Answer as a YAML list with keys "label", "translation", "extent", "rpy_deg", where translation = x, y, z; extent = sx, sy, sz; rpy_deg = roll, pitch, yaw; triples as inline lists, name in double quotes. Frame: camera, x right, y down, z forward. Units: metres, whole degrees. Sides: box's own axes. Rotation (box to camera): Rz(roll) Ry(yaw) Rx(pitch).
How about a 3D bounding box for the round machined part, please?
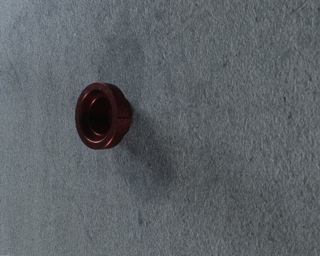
- label: "round machined part"
  translation: [-0.080, -0.018, 0.461]
  extent: [0.098, 0.042, 0.097]
  rpy_deg: [0, 90, 40]
